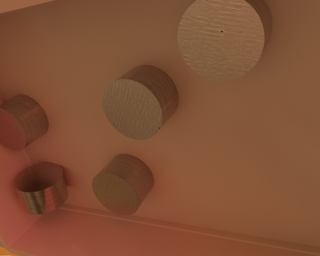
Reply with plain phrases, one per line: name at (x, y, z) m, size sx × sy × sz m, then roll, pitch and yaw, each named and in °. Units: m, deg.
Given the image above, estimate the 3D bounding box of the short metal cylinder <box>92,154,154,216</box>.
short metal cylinder at (-0.056, 0.087, 0.476) m, size 0.080 × 0.050 × 0.079 m, roll 13°, pitch 124°, yaw 21°

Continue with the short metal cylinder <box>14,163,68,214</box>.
short metal cylinder at (-0.209, 0.105, 0.549) m, size 0.080 × 0.080 × 0.050 m, roll 11°, pitch 123°, yaw 22°

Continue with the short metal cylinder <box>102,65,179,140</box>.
short metal cylinder at (-0.023, -0.032, 0.385) m, size 0.080 × 0.050 × 0.079 m, roll 13°, pitch 124°, yaw 21°

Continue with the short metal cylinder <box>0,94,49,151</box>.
short metal cylinder at (-0.233, -0.009, 0.510) m, size 0.080 × 0.050 × 0.079 m, roll 13°, pitch 124°, yaw 21°

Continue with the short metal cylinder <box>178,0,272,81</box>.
short metal cylinder at (0.064, -0.092, 0.302) m, size 0.080 × 0.050 × 0.079 m, roll 13°, pitch 124°, yaw 21°
